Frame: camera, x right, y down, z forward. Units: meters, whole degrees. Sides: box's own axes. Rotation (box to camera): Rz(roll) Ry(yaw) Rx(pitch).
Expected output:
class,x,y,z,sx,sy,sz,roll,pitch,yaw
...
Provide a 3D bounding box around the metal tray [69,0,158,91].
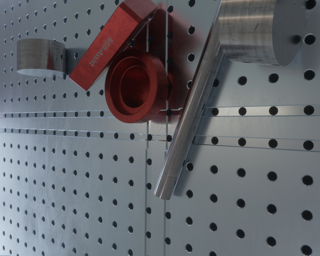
class,x,y,z,sx,sy,sz,roll,pitch,yaw
metal tray,-0.063,-0.117,0.420,0.030,0.090,0.129,40,122,-11

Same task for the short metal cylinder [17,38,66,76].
class,x,y,z,sx,sy,sz,roll,pitch,yaw
short metal cylinder,-0.208,-0.122,0.546,0.080,0.081,0.050,0,90,40

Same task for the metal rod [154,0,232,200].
class,x,y,z,sx,sy,sz,roll,pitch,yaw
metal rod,0.049,-0.049,0.368,0.025,0.025,0.298,29,108,36

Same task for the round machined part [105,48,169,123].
class,x,y,z,sx,sy,sz,roll,pitch,yaw
round machined part,-0.027,-0.055,0.421,0.098,0.042,0.097,0,90,40

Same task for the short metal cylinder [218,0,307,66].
class,x,y,z,sx,sy,sz,roll,pitch,yaw
short metal cylinder,0.098,-0.101,0.292,0.050,0.081,0.079,15,100,39
